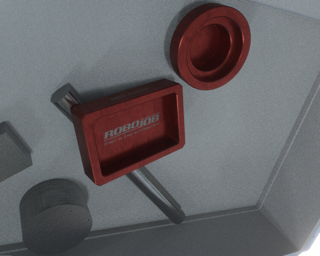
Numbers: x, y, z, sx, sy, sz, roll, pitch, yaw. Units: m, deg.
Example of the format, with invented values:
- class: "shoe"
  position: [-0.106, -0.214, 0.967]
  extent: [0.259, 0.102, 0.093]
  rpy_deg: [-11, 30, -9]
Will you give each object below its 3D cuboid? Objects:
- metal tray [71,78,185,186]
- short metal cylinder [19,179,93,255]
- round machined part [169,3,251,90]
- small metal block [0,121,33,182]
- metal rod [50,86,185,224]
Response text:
- class: "metal tray"
  position: [-0.030, 0.001, 0.367]
  extent: [0.131, 0.030, 0.089]
  rpy_deg: [-22, 121, -30]
- class: "short metal cylinder"
  position: [-0.132, 0.111, 0.390]
  extent: [0.081, 0.050, 0.079]
  rpy_deg: [-14, 125, -21]
- class: "round machined part"
  position: [0.055, -0.098, 0.369]
  extent: [0.099, 0.042, 0.097]
  rpy_deg: [-14, 125, -21]
- class: "small metal block"
  position: [-0.175, 0.029, 0.332]
  extent: [0.050, 0.025, 0.050]
  rpy_deg: [-29, 129, -10]
- class: "metal rod"
  position: [-0.038, 0.057, 0.424]
  extent: [0.025, 0.025, 0.300]
  rpy_deg: [-39, 130, -3]
